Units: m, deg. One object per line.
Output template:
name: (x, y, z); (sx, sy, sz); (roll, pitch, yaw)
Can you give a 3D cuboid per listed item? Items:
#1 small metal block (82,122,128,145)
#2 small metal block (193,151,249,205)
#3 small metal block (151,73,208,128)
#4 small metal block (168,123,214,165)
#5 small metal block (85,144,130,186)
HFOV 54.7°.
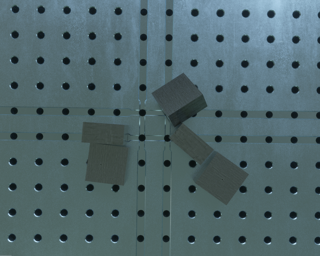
small metal block: (-0.069, 0.007, 0.400); (0.050, 0.050, 0.025); (4, 90, -1)
small metal block: (0.081, 0.066, 0.415); (0.050, 0.025, 0.050); (36, 90, -1)
small metal block: (0.025, -0.037, 0.400); (0.050, 0.025, 0.050); (-33, 50, -1)
small metal block: (0.038, 0.019, 0.401); (0.050, 0.050, 0.025); (41, 90, -1)
small metal block: (-0.069, 0.047, 0.413); (0.050, 0.025, 0.050); (7, 90, -1)
